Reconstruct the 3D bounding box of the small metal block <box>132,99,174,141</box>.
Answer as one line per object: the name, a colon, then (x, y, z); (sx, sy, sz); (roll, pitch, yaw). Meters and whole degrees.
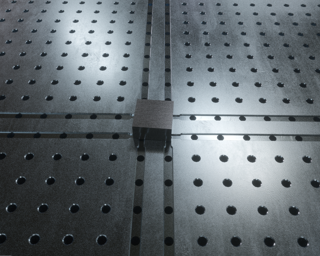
small metal block: (-0.008, -0.011, 0.417); (0.050, 0.025, 0.050); (4, 50, 3)
